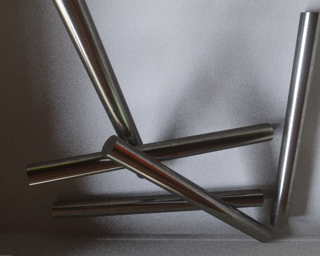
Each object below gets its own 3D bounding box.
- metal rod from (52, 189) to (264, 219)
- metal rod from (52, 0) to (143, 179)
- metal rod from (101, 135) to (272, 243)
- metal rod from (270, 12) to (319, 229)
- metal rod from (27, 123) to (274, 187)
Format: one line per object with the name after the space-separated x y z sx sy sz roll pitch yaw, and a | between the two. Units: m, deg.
-0.004 0.111 0.452 0.302 0.025 0.025 -4 110 1 | metal rod
-0.054 -0.039 0.329 0.025 0.025 0.299 -13 136 4 | metal rod
0.054 0.091 0.399 0.301 0.025 0.025 34 107 -31 | metal rod
0.179 0.004 0.415 0.025 0.025 0.298 0 110 -1 | metal rod
0.001 0.029 0.378 0.302 0.025 0.025 -9 111 -15 | metal rod
